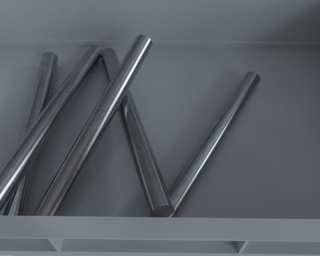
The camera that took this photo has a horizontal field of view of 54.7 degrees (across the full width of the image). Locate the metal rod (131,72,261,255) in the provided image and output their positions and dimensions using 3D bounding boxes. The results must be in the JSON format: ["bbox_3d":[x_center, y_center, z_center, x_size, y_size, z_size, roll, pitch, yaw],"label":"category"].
[{"bbox_3d":[0.061,0.023,0.385,0.025,0.025,0.301,25,54,19],"label":"metal rod"}]

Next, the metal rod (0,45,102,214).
[{"bbox_3d":[-0.136,-0.024,0.403,0.025,0.025,0.300,9,44,7],"label":"metal rod"}]

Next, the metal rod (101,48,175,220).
[{"bbox_3d":[-0.041,-0.019,0.403,0.025,0.025,0.300,-13,46,-11],"label":"metal rod"}]

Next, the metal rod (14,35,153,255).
[{"bbox_3d":[-0.077,-0.001,0.372,0.025,0.025,0.300,17,62,14],"label":"metal rod"}]

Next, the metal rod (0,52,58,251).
[{"bbox_3d":[-0.165,0.002,0.401,0.025,0.025,0.300,-3,50,-3],"label":"metal rod"}]
